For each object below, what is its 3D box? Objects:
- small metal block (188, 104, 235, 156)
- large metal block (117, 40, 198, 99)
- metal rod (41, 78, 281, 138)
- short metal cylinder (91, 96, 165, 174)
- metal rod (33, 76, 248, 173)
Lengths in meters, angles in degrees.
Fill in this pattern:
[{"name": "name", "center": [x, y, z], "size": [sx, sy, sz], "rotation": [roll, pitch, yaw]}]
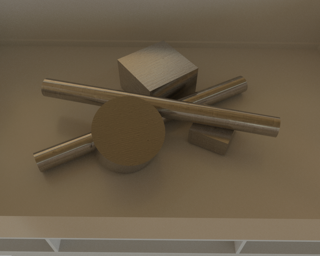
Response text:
[{"name": "small metal block", "center": [0.070, 0.001, 0.401], "size": [0.050, 0.025, 0.050], "rotation": [21, 53, 16]}, {"name": "large metal block", "center": [-0.004, -0.073, 0.448], "size": [0.081, 0.050, 0.080], "rotation": [-29, 56, -23]}, {"name": "metal rod", "center": [-0.005, -0.028, 0.394], "size": [0.301, 0.025, 0.025], "rotation": [10, 51, 8]}, {"name": "short metal cylinder", "center": [-0.039, 0.009, 0.360], "size": [0.081, 0.050, 0.080], "rotation": [4, 71, -11]}, {"name": "metal rod", "center": [-0.012, -0.012, 0.413], "size": [0.302, 0.025, 0.025], "rotation": [-22, 54, -18]}]
